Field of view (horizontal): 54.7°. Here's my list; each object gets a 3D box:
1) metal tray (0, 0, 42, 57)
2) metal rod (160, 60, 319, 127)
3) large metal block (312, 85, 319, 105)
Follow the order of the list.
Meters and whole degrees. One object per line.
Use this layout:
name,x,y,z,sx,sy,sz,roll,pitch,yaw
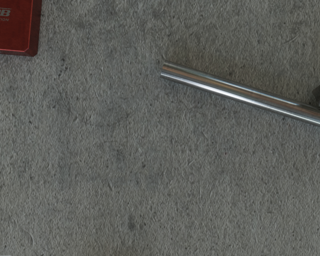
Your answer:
metal tray,-0.228,-0.146,0.404,0.131,0.030,0.089,5,90,-1
metal rod,0.148,-0.034,0.411,0.302,0.025,0.025,17,90,-1
large metal block,0.254,-0.031,0.383,0.081,0.050,0.080,-16,73,-12
